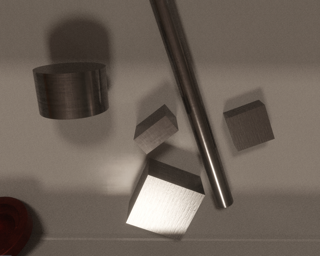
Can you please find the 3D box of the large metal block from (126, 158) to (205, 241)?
[{"bbox_3d":[0.007,0.099,0.435,0.080,0.050,0.079,21,109,-8],"label":"large metal block"}]

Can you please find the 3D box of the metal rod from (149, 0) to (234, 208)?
[{"bbox_3d":[0.046,-0.023,0.403,0.025,0.025,0.298,-18,109,6],"label":"metal rod"}]

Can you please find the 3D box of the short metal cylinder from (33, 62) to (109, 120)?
[{"bbox_3d":[-0.103,-0.046,0.364,0.081,0.080,0.050,-1,110,0],"label":"short metal cylinder"}]

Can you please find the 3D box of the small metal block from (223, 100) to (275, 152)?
[{"bbox_3d":[0.118,-0.003,0.412,0.050,0.025,0.050,-21,109,7],"label":"small metal block"}]

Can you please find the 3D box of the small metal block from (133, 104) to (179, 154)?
[{"bbox_3d":[-0.005,0.000,0.398,0.050,0.050,0.025,-37,106,12],"label":"small metal block"}]

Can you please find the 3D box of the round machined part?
[{"bbox_3d":[-0.226,0.148,0.429,0.099,0.098,0.042,-6,135,1],"label":"round machined part"}]
